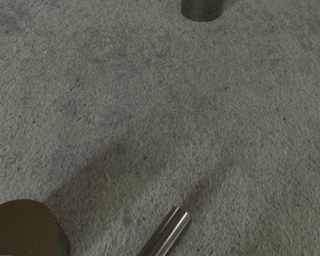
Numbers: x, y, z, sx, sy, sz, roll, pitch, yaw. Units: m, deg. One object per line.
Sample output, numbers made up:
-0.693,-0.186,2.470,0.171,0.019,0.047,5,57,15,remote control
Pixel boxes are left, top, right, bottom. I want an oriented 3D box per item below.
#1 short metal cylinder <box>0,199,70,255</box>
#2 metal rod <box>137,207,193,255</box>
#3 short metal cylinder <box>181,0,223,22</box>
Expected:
-0.130,0.114,0.290,0.081,0.050,0.080,0,50,0,short metal cylinder
-0.064,0.185,0.247,0.025,0.025,0.301,29,56,22,metal rod
0.082,-0.248,0.596,0.081,0.050,0.080,0,50,0,short metal cylinder
